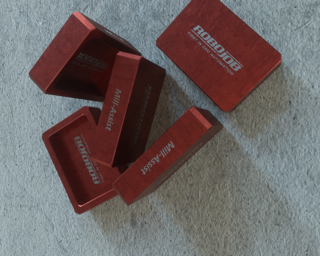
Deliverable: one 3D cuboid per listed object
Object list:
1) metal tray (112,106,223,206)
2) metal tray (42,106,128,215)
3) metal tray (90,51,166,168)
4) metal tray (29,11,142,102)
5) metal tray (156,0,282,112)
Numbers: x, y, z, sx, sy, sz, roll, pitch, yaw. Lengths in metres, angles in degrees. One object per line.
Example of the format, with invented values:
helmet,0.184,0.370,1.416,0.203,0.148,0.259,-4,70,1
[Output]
metal tray,0.013,0.032,0.370,0.130,0.090,0.030,-45,76,14
metal tray,-0.103,0.045,0.442,0.090,0.030,0.130,-30,81,17
metal tray,-0.036,-0.021,0.387,0.030,0.090,0.129,17,96,19
metal tray,-0.084,-0.079,0.383,0.030,0.130,0.090,45,104,14
metal tray,0.070,-0.094,0.382,0.090,0.030,0.130,-46,76,14
